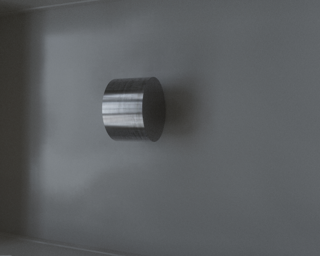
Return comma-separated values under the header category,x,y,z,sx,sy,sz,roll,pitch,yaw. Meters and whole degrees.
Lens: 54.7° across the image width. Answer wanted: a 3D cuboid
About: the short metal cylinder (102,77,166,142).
category,x,y,z,sx,sy,sz,roll,pitch,yaw
short metal cylinder,-0.030,-0.023,0.388,0.050,0.080,0.079,0,90,20
